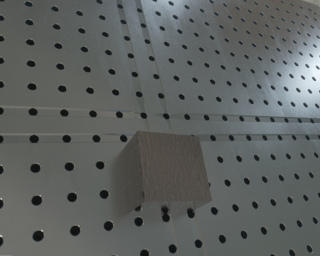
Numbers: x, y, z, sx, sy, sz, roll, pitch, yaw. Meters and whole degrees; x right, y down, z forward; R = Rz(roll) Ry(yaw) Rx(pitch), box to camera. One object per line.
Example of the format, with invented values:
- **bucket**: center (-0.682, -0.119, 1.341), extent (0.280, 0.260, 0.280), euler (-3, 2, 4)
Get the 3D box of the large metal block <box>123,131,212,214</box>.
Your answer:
- **large metal block**: center (0.006, 0.053, 0.362), extent (0.081, 0.050, 0.080), euler (6, 59, -25)
